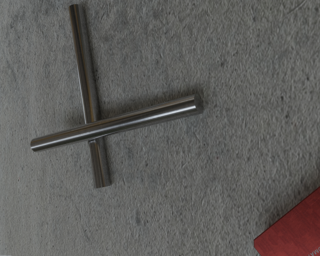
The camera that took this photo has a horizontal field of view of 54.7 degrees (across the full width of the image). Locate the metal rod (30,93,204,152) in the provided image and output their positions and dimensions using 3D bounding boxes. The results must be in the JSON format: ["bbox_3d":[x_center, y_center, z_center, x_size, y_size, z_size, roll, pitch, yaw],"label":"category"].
[{"bbox_3d":[-0.080,0.000,0.442,0.300,0.025,0.025,-13,82,31],"label":"metal rod"}]

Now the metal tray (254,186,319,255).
[{"bbox_3d":[0.159,0.099,0.270,0.090,0.030,0.129,52,120,27],"label":"metal tray"}]

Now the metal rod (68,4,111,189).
[{"bbox_3d":[-0.114,-0.055,0.496,0.025,0.025,0.298,-17,80,38],"label":"metal rod"}]
